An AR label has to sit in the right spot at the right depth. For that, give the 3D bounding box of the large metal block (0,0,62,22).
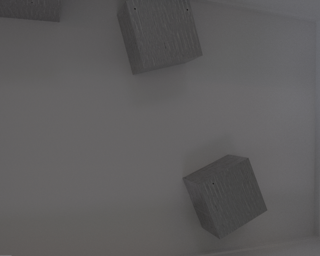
[{"bbox_3d":[-0.148,-0.153,0.327,0.081,0.080,0.050,-2,91,-20],"label":"large metal block"}]

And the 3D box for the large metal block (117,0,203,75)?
[{"bbox_3d":[-0.001,-0.119,0.396,0.081,0.050,0.080,-17,96,-19],"label":"large metal block"}]

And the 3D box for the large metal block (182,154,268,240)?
[{"bbox_3d":[0.090,0.092,0.430,0.081,0.050,0.080,-24,98,-18],"label":"large metal block"}]
